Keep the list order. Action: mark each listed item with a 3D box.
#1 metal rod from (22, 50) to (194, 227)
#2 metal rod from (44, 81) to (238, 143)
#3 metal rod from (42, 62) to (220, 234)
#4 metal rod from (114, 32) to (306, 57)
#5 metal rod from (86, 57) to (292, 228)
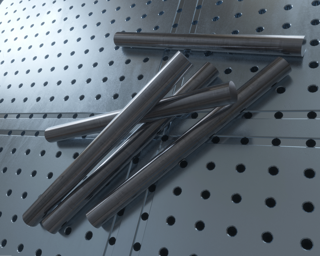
[{"bbox_3d":[-0.073,0.023,0.386,0.299,0.025,0.025,-44,50,15],"label":"metal rod"},{"bbox_3d":[-0.046,-0.014,0.412,0.300,0.025,0.025,-11,57,31],"label":"metal rod"},{"bbox_3d":[-0.036,0.024,0.410,0.300,0.025,0.025,-44,51,-3],"label":"metal rod"},{"bbox_3d":[0.052,-0.127,0.457,0.300,0.025,0.025,13,68,33],"label":"metal rod"},{"bbox_3d":[0.034,0.018,0.378,0.300,0.025,0.025,-39,51,1],"label":"metal rod"}]
